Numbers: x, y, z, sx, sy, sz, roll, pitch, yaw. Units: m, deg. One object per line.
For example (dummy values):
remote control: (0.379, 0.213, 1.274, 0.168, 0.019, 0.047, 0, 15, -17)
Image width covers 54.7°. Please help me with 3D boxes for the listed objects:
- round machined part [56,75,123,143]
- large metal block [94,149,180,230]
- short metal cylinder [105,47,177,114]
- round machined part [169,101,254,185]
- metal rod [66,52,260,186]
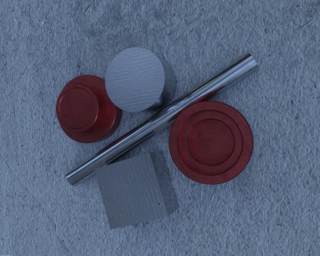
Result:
round machined part: (-0.106, -0.027, 0.438, 0.098, 0.042, 0.097, 0, 90, 20)
large metal block: (-0.029, 0.079, 0.408, 0.080, 0.050, 0.080, -18, 84, 19)
short metal cylinder: (-0.023, -0.060, 0.405, 0.080, 0.050, 0.079, 0, 90, 20)
round machined part: (0.064, 0.017, 0.378, 0.098, 0.042, 0.097, 0, 90, 20)
metal rod: (-0.008, -0.003, 0.414, 0.300, 0.025, 0.025, -33, 80, 16)
